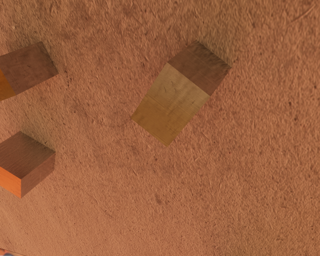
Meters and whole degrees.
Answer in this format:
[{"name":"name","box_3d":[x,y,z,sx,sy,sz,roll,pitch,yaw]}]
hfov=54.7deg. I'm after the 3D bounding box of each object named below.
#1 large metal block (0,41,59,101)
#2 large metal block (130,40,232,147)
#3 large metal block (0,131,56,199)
[{"name":"large metal block","box_3d":[-0.207,-0.075,0.434,0.080,0.080,0.050,-11,113,33]},{"name":"large metal block","box_3d":[0.024,-0.039,0.335,0.050,0.080,0.080,39,129,2]},{"name":"large metal block","box_3d":[-0.242,0.061,0.537,0.080,0.080,0.050,28,128,10]}]
